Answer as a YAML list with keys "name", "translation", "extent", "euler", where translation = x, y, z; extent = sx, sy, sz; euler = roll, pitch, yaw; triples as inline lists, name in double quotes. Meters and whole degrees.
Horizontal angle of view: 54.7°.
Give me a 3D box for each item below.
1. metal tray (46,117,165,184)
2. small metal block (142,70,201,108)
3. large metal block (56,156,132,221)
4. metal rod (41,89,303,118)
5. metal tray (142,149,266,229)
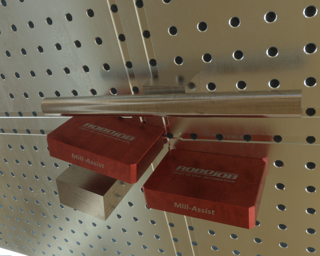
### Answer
- name: "metal tray"
  translation: [-0.071, 0.019, 0.416]
  extent: [0.130, 0.090, 0.030]
  euler: [15, 125, 19]
- name: "small metal block"
  translation: [0.015, -0.046, 0.358]
  extent: [0.050, 0.050, 0.025]
  euler: [6, 121, 25]
- name: "large metal block"
  translation: [-0.098, 0.085, 0.478]
  extent: [0.080, 0.080, 0.050]
  euler: [15, 125, 19]
- name: "metal rod"
  translation: [-0.011, -0.024, 0.336]
  extent: [0.301, 0.025, 0.025]
  euler: [1, 119, 27]
- name: "metal tray"
  translation: [0.056, 0.068, 0.380]
  extent: [0.130, 0.090, 0.030]
  euler: [5, 121, 25]
